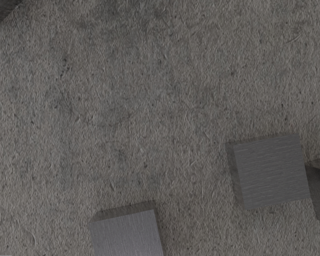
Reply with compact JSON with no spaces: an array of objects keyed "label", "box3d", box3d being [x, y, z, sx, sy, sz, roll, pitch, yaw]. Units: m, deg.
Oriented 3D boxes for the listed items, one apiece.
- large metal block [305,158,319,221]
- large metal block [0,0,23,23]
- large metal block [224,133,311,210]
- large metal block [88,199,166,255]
[{"label":"large metal block","box3d":[0.228,0.080,0.384,0.050,0.080,0.080,-16,90,0]},{"label":"large metal block","box3d":[-0.224,-0.193,0.395,0.080,0.050,0.080,45,90,0]},{"label":"large metal block","box3d":[0.135,0.052,0.398,0.080,0.050,0.080,-11,90,0]},{"label":"large metal block","box3d":[-0.039,0.145,0.397,0.080,0.050,0.080,-12,90,0]}]
